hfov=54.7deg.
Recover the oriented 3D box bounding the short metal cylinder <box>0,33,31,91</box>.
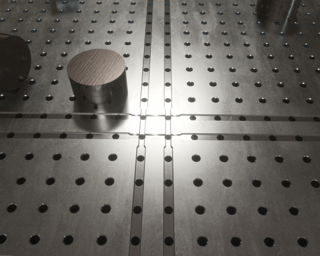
[{"bbox_3d":[-0.236,-0.098,0.452,0.050,0.080,0.080,13,51,11],"label":"short metal cylinder"}]

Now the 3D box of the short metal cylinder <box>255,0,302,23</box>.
[{"bbox_3d":[0.232,-0.248,0.603,0.081,0.050,0.080,0,50,0],"label":"short metal cylinder"}]

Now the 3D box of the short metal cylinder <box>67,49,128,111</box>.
[{"bbox_3d":[-0.089,-0.070,0.449,0.081,0.050,0.080,0,50,0],"label":"short metal cylinder"}]
